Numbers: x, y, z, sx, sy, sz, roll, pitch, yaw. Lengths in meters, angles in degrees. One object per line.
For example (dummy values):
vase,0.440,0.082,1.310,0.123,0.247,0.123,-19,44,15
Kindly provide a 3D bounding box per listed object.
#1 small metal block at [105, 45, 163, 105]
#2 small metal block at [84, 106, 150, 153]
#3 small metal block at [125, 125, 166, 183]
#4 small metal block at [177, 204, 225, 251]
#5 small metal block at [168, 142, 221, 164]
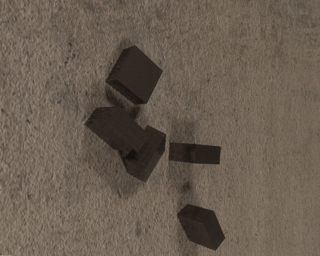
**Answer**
small metal block,-0.031,-0.064,0.381,0.050,0.025,0.050,38,67,-34
small metal block,-0.049,0.002,0.349,0.050,0.050,0.025,46,64,-30
small metal block,-0.016,0.032,0.375,0.050,0.025,0.050,-58,167,-24
small metal block,0.058,0.140,0.440,0.025,0.050,0.050,-38,113,-34
small metal block,0.048,0.035,0.431,0.050,0.050,0.025,8,85,-40
